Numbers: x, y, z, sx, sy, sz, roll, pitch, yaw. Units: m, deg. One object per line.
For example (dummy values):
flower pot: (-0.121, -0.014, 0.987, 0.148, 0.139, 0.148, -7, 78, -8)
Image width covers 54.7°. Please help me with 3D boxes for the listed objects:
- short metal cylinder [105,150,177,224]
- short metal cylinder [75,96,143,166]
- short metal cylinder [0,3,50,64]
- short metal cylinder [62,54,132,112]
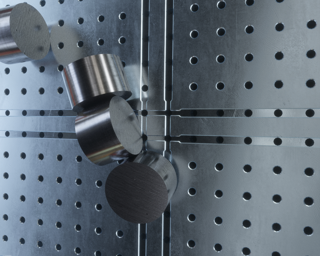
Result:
short metal cylinder: (-0.023, 0.074, 0.398, 0.080, 0.050, 0.079, 3, 103, 14)
short metal cylinder: (-0.064, 0.004, 0.405, 0.050, 0.080, 0.080, -20, 84, 19)
short metal cylinder: (-0.209, -0.137, 0.455, 0.050, 0.080, 0.079, -4, 89, 20)
short metal cylinder: (-0.083, -0.058, 0.411, 0.080, 0.080, 0.050, -20, 84, 18)
